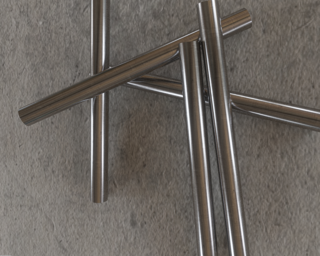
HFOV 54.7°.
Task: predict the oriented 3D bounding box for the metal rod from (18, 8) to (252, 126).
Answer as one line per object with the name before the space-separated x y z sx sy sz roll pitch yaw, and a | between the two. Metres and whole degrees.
metal rod | -0.033 -0.073 0.382 0.301 0.025 0.025 -23 82 4

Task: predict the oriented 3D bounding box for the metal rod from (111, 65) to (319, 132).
metal rod | 0.045 -0.044 0.392 0.301 0.025 0.025 15 95 19

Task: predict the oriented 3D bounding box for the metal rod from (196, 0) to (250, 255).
metal rod | 0.075 0.008 0.360 0.025 0.025 0.298 -6 96 19

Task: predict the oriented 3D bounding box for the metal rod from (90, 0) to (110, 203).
metal rod | -0.081 -0.045 0.413 0.025 0.025 0.298 6 101 19

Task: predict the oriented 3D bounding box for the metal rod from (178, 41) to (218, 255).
metal rod | 0.048 0.050 0.370 0.025 0.025 0.298 -4 97 19
